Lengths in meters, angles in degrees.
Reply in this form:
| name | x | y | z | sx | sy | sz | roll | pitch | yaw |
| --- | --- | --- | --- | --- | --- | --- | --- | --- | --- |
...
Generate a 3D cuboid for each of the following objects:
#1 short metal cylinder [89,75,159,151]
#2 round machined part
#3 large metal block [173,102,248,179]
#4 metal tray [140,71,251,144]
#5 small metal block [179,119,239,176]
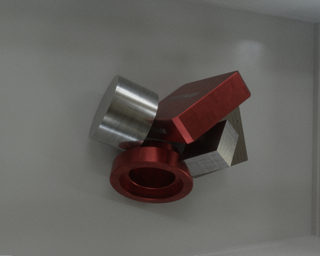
| name | x | y | z | sx | sy | sz | roll | pitch | yaw |
| --- | --- | --- | --- | --- | --- | --- | --- | --- | --- |
| short metal cylinder | -0.043 | -0.016 | 0.364 | 0.050 | 0.080 | 0.080 | 24 | 82 | -19 |
| round machined part | -0.009 | 0.051 | 0.378 | 0.099 | 0.097 | 0.042 | 22 | 47 | -19 |
| large metal block | 0.063 | 0.012 | 0.412 | 0.081 | 0.050 | 0.079 | -15 | 100 | -20 |
| metal tray | 0.032 | -0.023 | 0.366 | 0.090 | 0.130 | 0.030 | -37 | 103 | -17 |
| small metal block | 0.055 | 0.022 | 0.345 | 0.025 | 0.050 | 0.050 | 50 | 43 | -21 |
